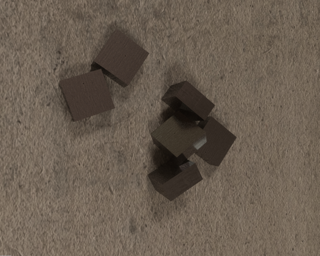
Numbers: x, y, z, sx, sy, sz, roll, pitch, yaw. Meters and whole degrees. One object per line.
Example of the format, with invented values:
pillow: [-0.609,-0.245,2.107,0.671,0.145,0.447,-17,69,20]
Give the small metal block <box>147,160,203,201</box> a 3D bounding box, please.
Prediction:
small metal block: [0.019,0.064,0.403,0.050,0.050,0.025,-31,106,-18]

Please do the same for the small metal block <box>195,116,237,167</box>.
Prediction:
small metal block: [0.071,0.019,0.437,0.050,0.025,0.050,38,78,-17]

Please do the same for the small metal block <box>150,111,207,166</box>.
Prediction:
small metal block: [0.025,0.013,0.405,0.050,0.025,0.050,-40,59,-16]

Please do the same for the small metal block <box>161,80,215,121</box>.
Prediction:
small metal block: [0.036,-0.034,0.410,0.050,0.050,0.025,38,78,-17]

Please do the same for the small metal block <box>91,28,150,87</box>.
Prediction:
small metal block: [-0.050,-0.087,0.391,0.050,0.025,0.050,35,79,-17]

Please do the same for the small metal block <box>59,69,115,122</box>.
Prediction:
small metal block: [-0.089,-0.039,0.377,0.050,0.025,0.050,-21,97,-19]
